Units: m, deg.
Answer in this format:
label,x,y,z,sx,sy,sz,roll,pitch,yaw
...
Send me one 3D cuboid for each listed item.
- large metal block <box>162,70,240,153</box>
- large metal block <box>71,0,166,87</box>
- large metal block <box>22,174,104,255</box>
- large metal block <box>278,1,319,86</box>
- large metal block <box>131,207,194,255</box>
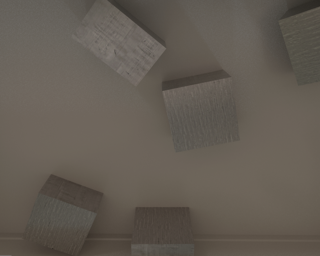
label,x,y,z,sx,sy,sz,roll,pitch,yaw
large metal block,0.050,-0.022,0.390,0.080,0.050,0.080,-11,110,4
large metal block,-0.041,-0.098,0.345,0.080,0.080,0.050,37,106,-13
large metal block,-0.137,0.124,0.442,0.080,0.050,0.080,23,108,-8
large metal block,0.189,-0.101,0.343,0.080,0.050,0.080,-10,115,39
large metal block,0.004,0.157,0.440,0.081,0.080,0.050,0,110,0
